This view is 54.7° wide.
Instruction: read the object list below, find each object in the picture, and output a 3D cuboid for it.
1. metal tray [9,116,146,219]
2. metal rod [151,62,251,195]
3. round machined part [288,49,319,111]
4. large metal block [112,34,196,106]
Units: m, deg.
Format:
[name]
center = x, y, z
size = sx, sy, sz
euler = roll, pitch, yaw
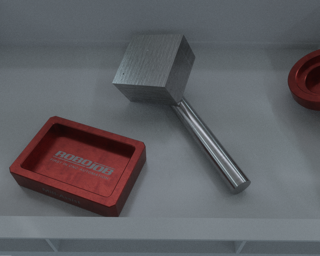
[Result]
[metal tray]
center = -0.092, 0.042, 0.365
size = 0.131, 0.030, 0.090
euler = 16, 52, 12
[metal rod]
center = 0.025, -0.036, 0.435
size = 0.025, 0.025, 0.300
euler = -21, 53, -17
[round machined part]
center = 0.235, -0.063, 0.432
size = 0.098, 0.042, 0.098
euler = -20, 47, 23
[large metal block]
center = -0.007, -0.080, 0.427
size = 0.080, 0.050, 0.080
euler = 8, 69, 29
